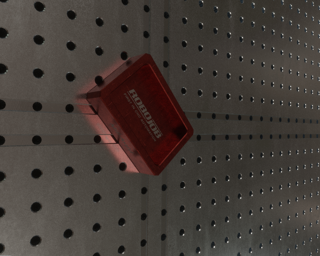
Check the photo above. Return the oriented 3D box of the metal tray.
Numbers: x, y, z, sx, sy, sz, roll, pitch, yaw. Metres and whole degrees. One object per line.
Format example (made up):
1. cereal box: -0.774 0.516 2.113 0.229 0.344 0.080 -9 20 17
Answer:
1. metal tray: -0.018 -0.016 0.392 0.090 0.030 0.130 -47 118 -30
